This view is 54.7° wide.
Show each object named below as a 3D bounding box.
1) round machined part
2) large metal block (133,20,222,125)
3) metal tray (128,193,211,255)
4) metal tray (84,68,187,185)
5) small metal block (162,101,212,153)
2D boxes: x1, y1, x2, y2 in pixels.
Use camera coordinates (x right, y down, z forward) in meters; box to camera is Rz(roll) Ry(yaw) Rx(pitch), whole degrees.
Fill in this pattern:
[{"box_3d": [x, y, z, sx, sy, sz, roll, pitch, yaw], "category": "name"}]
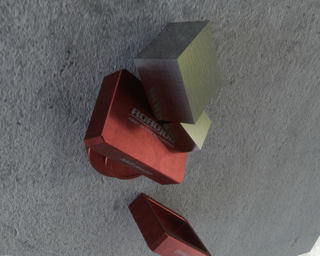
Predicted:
[{"box_3d": [-0.040, 0.026, 0.387, 0.099, 0.042, 0.097, -14, 128, -18], "category": "round machined part"}, {"box_3d": [0.024, -0.062, 0.343, 0.080, 0.050, 0.080, -54, 139, -36], "category": "large metal block"}, {"box_3d": [0.017, 0.160, 0.474, 0.030, 0.090, 0.130, -46, 130, 4], "category": "metal tray"}, {"box_3d": [-0.017, 0.003, 0.362, 0.130, 0.030, 0.090, 35, 55, -39], "category": "metal tray"}, {"box_3d": [0.034, -0.006, 0.382, 0.050, 0.025, 0.050, 51, 46, -27], "category": "small metal block"}]
